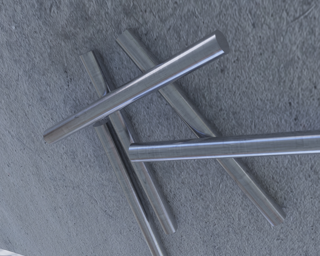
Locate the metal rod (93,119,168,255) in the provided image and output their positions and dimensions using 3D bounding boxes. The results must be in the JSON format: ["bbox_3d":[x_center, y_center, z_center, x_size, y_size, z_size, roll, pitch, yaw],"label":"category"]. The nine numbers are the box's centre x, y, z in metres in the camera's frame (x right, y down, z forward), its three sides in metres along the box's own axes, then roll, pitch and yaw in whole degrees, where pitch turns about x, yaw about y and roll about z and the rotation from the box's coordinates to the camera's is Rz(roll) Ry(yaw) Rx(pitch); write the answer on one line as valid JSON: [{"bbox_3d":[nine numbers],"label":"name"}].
[{"bbox_3d":[-0.037,0.123,0.502,0.025,0.025,0.298,-6,116,31],"label":"metal rod"}]

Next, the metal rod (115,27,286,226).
[{"bbox_3d":[0.054,0.004,0.380,0.300,0.025,0.025,49,129,-7],"label":"metal rod"}]

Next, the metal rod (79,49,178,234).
[{"bbox_3d":[-0.037,0.032,0.446,0.025,0.025,0.299,-10,114,32],"label":"metal rod"}]

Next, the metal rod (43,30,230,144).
[{"bbox_3d":[-0.053,-0.034,0.379,0.299,0.025,0.025,-23,106,36],"label":"metal rod"}]

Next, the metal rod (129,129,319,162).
[{"bbox_3d":[0.105,0.019,0.338,0.301,0.025,0.025,-5,116,22],"label":"metal rod"}]
